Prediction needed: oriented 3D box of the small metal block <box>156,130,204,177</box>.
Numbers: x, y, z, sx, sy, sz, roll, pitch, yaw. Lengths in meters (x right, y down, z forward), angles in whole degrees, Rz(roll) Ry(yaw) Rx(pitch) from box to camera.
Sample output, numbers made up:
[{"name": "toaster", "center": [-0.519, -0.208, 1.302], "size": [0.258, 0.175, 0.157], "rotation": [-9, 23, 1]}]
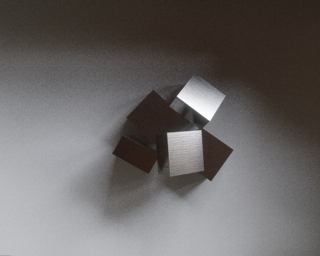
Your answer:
[{"name": "small metal block", "center": [0.024, 0.029, 0.374], "size": [0.050, 0.025, 0.050], "rotation": [-4, 90, -33]}]

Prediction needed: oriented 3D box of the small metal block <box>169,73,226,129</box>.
[{"name": "small metal block", "center": [0.049, -0.035, 0.399], "size": [0.050, 0.025, 0.050], "rotation": [37, 57, -1]}]

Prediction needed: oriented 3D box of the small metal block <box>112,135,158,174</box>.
[{"name": "small metal block", "center": [-0.029, 0.032, 0.396], "size": [0.050, 0.050, 0.025], "rotation": [29, 90, -1]}]

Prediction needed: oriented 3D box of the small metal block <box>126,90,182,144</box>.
[{"name": "small metal block", "center": [-0.008, -0.014, 0.409], "size": [0.050, 0.025, 0.050], "rotation": [44, 90, -1]}]

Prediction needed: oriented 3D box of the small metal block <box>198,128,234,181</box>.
[{"name": "small metal block", "center": [0.060, 0.034, 0.410], "size": [0.050, 0.025, 0.050], "rotation": [35, 90, -1]}]
